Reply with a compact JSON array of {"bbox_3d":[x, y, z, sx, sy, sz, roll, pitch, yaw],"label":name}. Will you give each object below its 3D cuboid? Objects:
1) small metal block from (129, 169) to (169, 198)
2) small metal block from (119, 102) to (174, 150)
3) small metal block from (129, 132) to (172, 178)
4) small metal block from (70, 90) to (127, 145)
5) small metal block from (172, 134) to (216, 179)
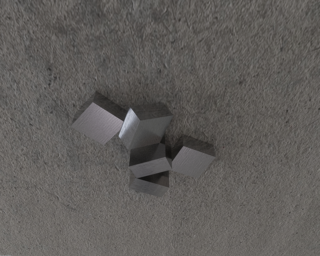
[{"bbox_3d":[-0.015,0.067,0.448,0.050,0.050,0.025,19,128,-16],"label":"small metal block"},{"bbox_3d":[-0.018,-0.003,0.389,0.050,0.025,0.050,-11,140,-38],"label":"small metal block"},{"bbox_3d":[-0.012,0.036,0.421,0.050,0.050,0.025,-16,128,13],"label":"small metal block"},{"bbox_3d":[-0.077,-0.012,0.396,0.050,0.025,0.050,34,122,-26],"label":"small metal block"},{"bbox_3d":[0.043,0.041,0.443,0.050,0.025,0.050,20,127,-16],"label":"small metal block"}]
